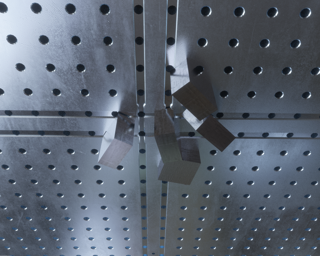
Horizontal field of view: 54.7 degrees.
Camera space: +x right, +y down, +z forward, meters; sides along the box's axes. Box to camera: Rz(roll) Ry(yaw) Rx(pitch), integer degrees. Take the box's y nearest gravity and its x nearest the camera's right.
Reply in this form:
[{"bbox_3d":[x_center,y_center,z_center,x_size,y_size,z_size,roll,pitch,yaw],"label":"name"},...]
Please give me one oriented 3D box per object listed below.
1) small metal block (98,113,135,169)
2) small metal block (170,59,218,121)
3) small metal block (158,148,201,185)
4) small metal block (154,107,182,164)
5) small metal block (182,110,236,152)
[{"bbox_3d":[-0.057,0.017,0.409,0.025,0.050,0.050,24,126,-19],"label":"small metal block"},{"bbox_3d":[0.038,-0.044,0.358,0.025,0.050,0.050,-35,122,25],"label":"small metal block"},{"bbox_3d":[0.027,0.056,0.460,0.050,0.025,0.050,11,129,-10],"label":"small metal block"},{"bbox_3d":[0.011,0.010,0.404,0.025,0.050,0.050,-10,130,8],"label":"small metal block"},{"bbox_3d":[0.061,-0.003,0.390,0.050,0.050,0.025,38,99,-28],"label":"small metal block"}]
